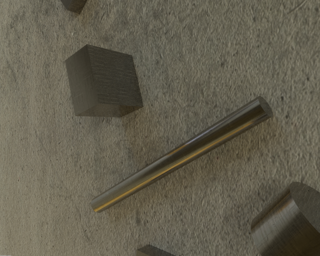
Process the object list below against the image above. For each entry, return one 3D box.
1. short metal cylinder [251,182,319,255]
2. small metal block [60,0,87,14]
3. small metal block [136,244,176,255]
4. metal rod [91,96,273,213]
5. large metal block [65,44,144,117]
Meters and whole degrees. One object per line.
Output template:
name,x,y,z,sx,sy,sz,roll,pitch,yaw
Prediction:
short metal cylinder,0.127,0.093,0.264,0.080,0.081,0.050,50,119,28
small metal block,-0.145,-0.230,0.521,0.050,0.025,0.050,-50,61,28
small metal block,-0.005,0.189,0.408,0.050,0.025,0.050,6,94,39
metal rod,0.006,0.049,0.398,0.299,0.025,0.025,-35,69,34
large metal block,-0.076,-0.061,0.429,0.050,0.081,0.080,-21,77,38
